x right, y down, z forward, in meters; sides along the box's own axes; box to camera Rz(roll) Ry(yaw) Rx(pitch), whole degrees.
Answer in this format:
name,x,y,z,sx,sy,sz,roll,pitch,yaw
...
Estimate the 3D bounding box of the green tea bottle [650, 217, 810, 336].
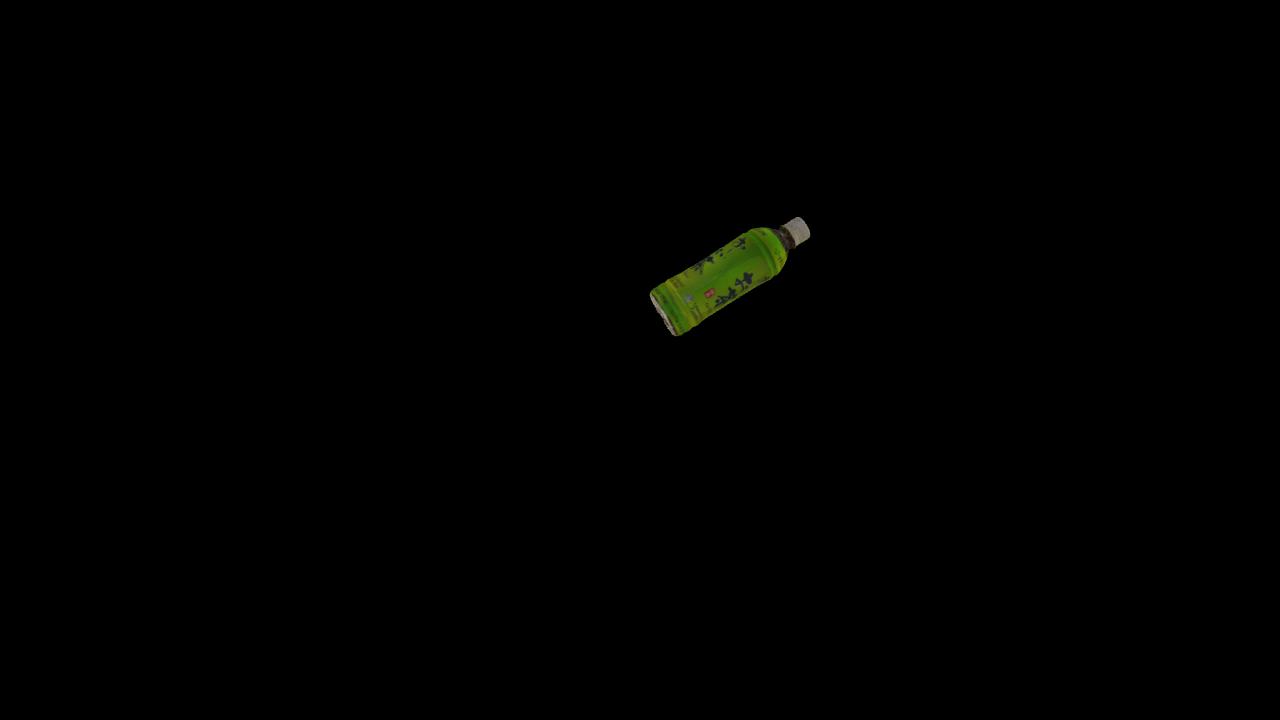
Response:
name,x,y,z,sx,sy,sz,roll,pitch,yaw
green tea bottle,0.116,-0.112,0.773,0.212,0.073,0.073,-33,1,-1
